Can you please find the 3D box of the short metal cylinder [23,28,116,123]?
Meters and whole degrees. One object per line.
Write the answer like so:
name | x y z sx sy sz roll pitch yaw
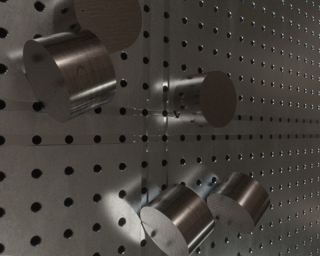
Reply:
short metal cylinder | -0.088 -0.051 0.301 0.050 0.080 0.080 -30 109 -36

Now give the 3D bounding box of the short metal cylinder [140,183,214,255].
short metal cylinder | 0.021 0.118 0.394 0.050 0.080 0.080 -34 111 -35

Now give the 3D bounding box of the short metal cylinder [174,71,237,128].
short metal cylinder | 0.067 -0.040 0.451 0.081 0.050 0.079 0 90 -40

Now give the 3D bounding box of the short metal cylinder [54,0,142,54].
short metal cylinder | -0.067 -0.120 0.338 0.081 0.050 0.079 0 90 -40

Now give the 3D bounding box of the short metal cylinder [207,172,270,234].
short metal cylinder | 0.120 0.115 0.477 0.050 0.080 0.080 -42 116 -32
